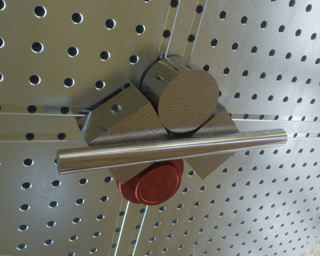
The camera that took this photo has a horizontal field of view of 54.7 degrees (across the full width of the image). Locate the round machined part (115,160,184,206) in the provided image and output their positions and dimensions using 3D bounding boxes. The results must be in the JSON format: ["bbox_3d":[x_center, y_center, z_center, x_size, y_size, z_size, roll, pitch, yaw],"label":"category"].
[{"bbox_3d":[-0.009,0.069,0.433,0.099,0.042,0.097,-14,124,-21],"label":"round machined part"}]

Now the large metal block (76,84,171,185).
[{"bbox_3d":[-0.039,0.008,0.374,0.080,0.050,0.080,-35,131,-6],"label":"large metal block"}]

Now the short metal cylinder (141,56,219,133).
[{"bbox_3d":[0.024,-0.041,0.378,0.081,0.050,0.079,-14,124,-21],"label":"short metal cylinder"}]

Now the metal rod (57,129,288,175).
[{"bbox_3d":[0.035,0.023,0.373,0.303,0.025,0.025,-4,121,-26],"label":"metal rod"}]

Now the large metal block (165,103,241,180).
[{"bbox_3d":[0.060,0.012,0.427,0.080,0.050,0.080,-40,130,0],"label":"large metal block"}]
